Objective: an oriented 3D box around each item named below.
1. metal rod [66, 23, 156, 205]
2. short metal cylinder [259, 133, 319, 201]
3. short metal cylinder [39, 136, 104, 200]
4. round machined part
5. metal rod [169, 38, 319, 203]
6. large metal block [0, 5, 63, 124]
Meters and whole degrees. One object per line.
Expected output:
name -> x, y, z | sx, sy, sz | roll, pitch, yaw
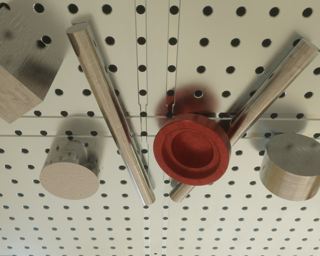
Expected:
metal rod -> -0.053, 0.007, 0.416 | 0.025, 0.025, 0.299 | -10, 130, 8
short metal cylinder -> 0.181, 0.052, 0.421 | 0.080, 0.080, 0.050 | -1, 130, 0
short metal cylinder -> -0.124, 0.058, 0.444 | 0.081, 0.050, 0.079 | 0, 130, 0
round machined part -> 0.044, 0.025, 0.407 | 0.098, 0.042, 0.097 | 9, 121, 16
metal rod -> 0.095, 0.011, 0.421 | 0.025, 0.025, 0.298 | 22, 127, -18
large metal block -> -0.157, -0.065, 0.318 | 0.050, 0.080, 0.080 | -28, 125, 22
